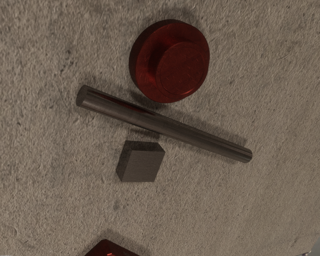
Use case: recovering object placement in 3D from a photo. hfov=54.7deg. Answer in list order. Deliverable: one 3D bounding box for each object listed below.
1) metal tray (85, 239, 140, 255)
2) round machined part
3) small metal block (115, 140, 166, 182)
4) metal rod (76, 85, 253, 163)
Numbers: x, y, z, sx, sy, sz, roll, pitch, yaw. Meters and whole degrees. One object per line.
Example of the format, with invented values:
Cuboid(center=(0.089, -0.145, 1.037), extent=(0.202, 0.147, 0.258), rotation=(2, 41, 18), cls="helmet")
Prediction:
Cuboid(center=(-0.079, 0.244, 0.512), extent=(0.090, 0.030, 0.130), rotation=(-43, 130, 1), cls="metal tray")
Cuboid(center=(0.017, -0.072, 0.362), extent=(0.099, 0.042, 0.097), rotation=(-14, 125, -21), cls="round machined part")
Cuboid(center=(-0.027, 0.046, 0.422), extent=(0.050, 0.025, 0.050), rotation=(6, 116, -32), cls="small metal block")
Cuboid(center=(0.029, 0.005, 0.427), extent=(0.302, 0.025, 0.025), rotation=(20, 108, -36), cls="metal rod")
